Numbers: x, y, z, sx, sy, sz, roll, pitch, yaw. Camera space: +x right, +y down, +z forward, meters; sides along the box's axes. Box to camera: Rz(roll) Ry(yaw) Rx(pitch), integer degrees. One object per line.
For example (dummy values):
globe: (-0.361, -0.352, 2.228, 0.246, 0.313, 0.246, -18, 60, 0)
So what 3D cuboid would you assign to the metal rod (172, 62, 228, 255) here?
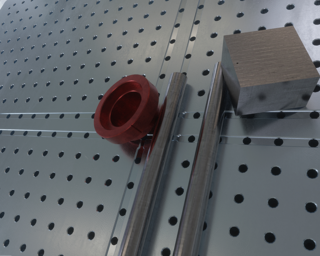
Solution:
metal rod: (0.048, 0.051, 0.351, 0.025, 0.025, 0.300, 1, 62, 29)

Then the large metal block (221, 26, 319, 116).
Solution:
large metal block: (0.120, -0.066, 0.354, 0.080, 0.050, 0.080, -8, 56, 1)

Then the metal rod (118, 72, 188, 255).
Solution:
metal rod: (-0.011, 0.060, 0.376, 0.025, 0.025, 0.300, 2, 62, 29)

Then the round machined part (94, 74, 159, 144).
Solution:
round machined part: (-0.040, -0.021, 0.423, 0.098, 0.042, 0.098, -22, 49, 29)
